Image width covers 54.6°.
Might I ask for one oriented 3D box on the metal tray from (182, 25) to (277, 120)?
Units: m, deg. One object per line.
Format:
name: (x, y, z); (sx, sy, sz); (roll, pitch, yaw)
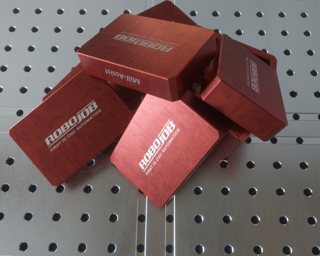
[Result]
metal tray: (0.091, -0.072, 0.412); (0.131, 0.030, 0.090); (17, 69, -15)

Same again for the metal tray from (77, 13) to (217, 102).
metal tray: (-0.015, -0.084, 0.346); (0.130, 0.030, 0.090); (21, 56, 28)

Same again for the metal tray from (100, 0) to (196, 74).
metal tray: (-0.006, -0.119, 0.432); (0.131, 0.030, 0.090); (-37, 76, -27)

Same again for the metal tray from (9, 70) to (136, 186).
metal tray: (-0.105, -0.003, 0.385); (0.130, 0.030, 0.090); (-40, 90, -2)

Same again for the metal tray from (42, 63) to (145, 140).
metal tray: (-0.082, -0.051, 0.427); (0.090, 0.030, 0.130); (37, 74, 12)

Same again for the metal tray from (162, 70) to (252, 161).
metal tray: (0.051, -0.023, 0.387); (0.130, 0.090, 0.030); (42, 76, 14)

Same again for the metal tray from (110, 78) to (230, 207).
metal tray: (0.005, 0.019, 0.356); (0.090, 0.129, 0.030); (42, 33, 13)

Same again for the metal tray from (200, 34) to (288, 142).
metal tray: (0.097, -0.053, 0.362); (0.090, 0.030, 0.130); (33, 36, -10)
